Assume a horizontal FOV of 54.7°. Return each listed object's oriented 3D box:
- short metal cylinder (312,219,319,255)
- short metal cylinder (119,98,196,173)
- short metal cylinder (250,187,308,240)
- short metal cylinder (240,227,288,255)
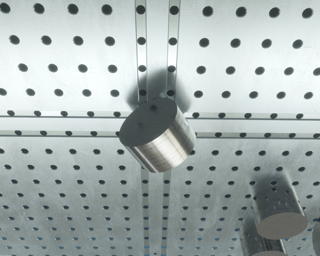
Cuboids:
[{"bbox_3d":[0.319,0.204,0.553,0.050,0.080,0.079,6,130,-5],"label":"short metal cylinder"},{"bbox_3d":[-0.003,0.008,0.382,0.080,0.080,0.050,-23,127,18],"label":"short metal cylinder"},{"bbox_3d":[0.198,0.143,0.519,0.081,0.050,0.079,0,130,0],"label":"short metal cylinder"},{"bbox_3d":[0.199,0.232,0.595,0.081,0.050,0.079,0,130,0],"label":"short metal cylinder"}]
